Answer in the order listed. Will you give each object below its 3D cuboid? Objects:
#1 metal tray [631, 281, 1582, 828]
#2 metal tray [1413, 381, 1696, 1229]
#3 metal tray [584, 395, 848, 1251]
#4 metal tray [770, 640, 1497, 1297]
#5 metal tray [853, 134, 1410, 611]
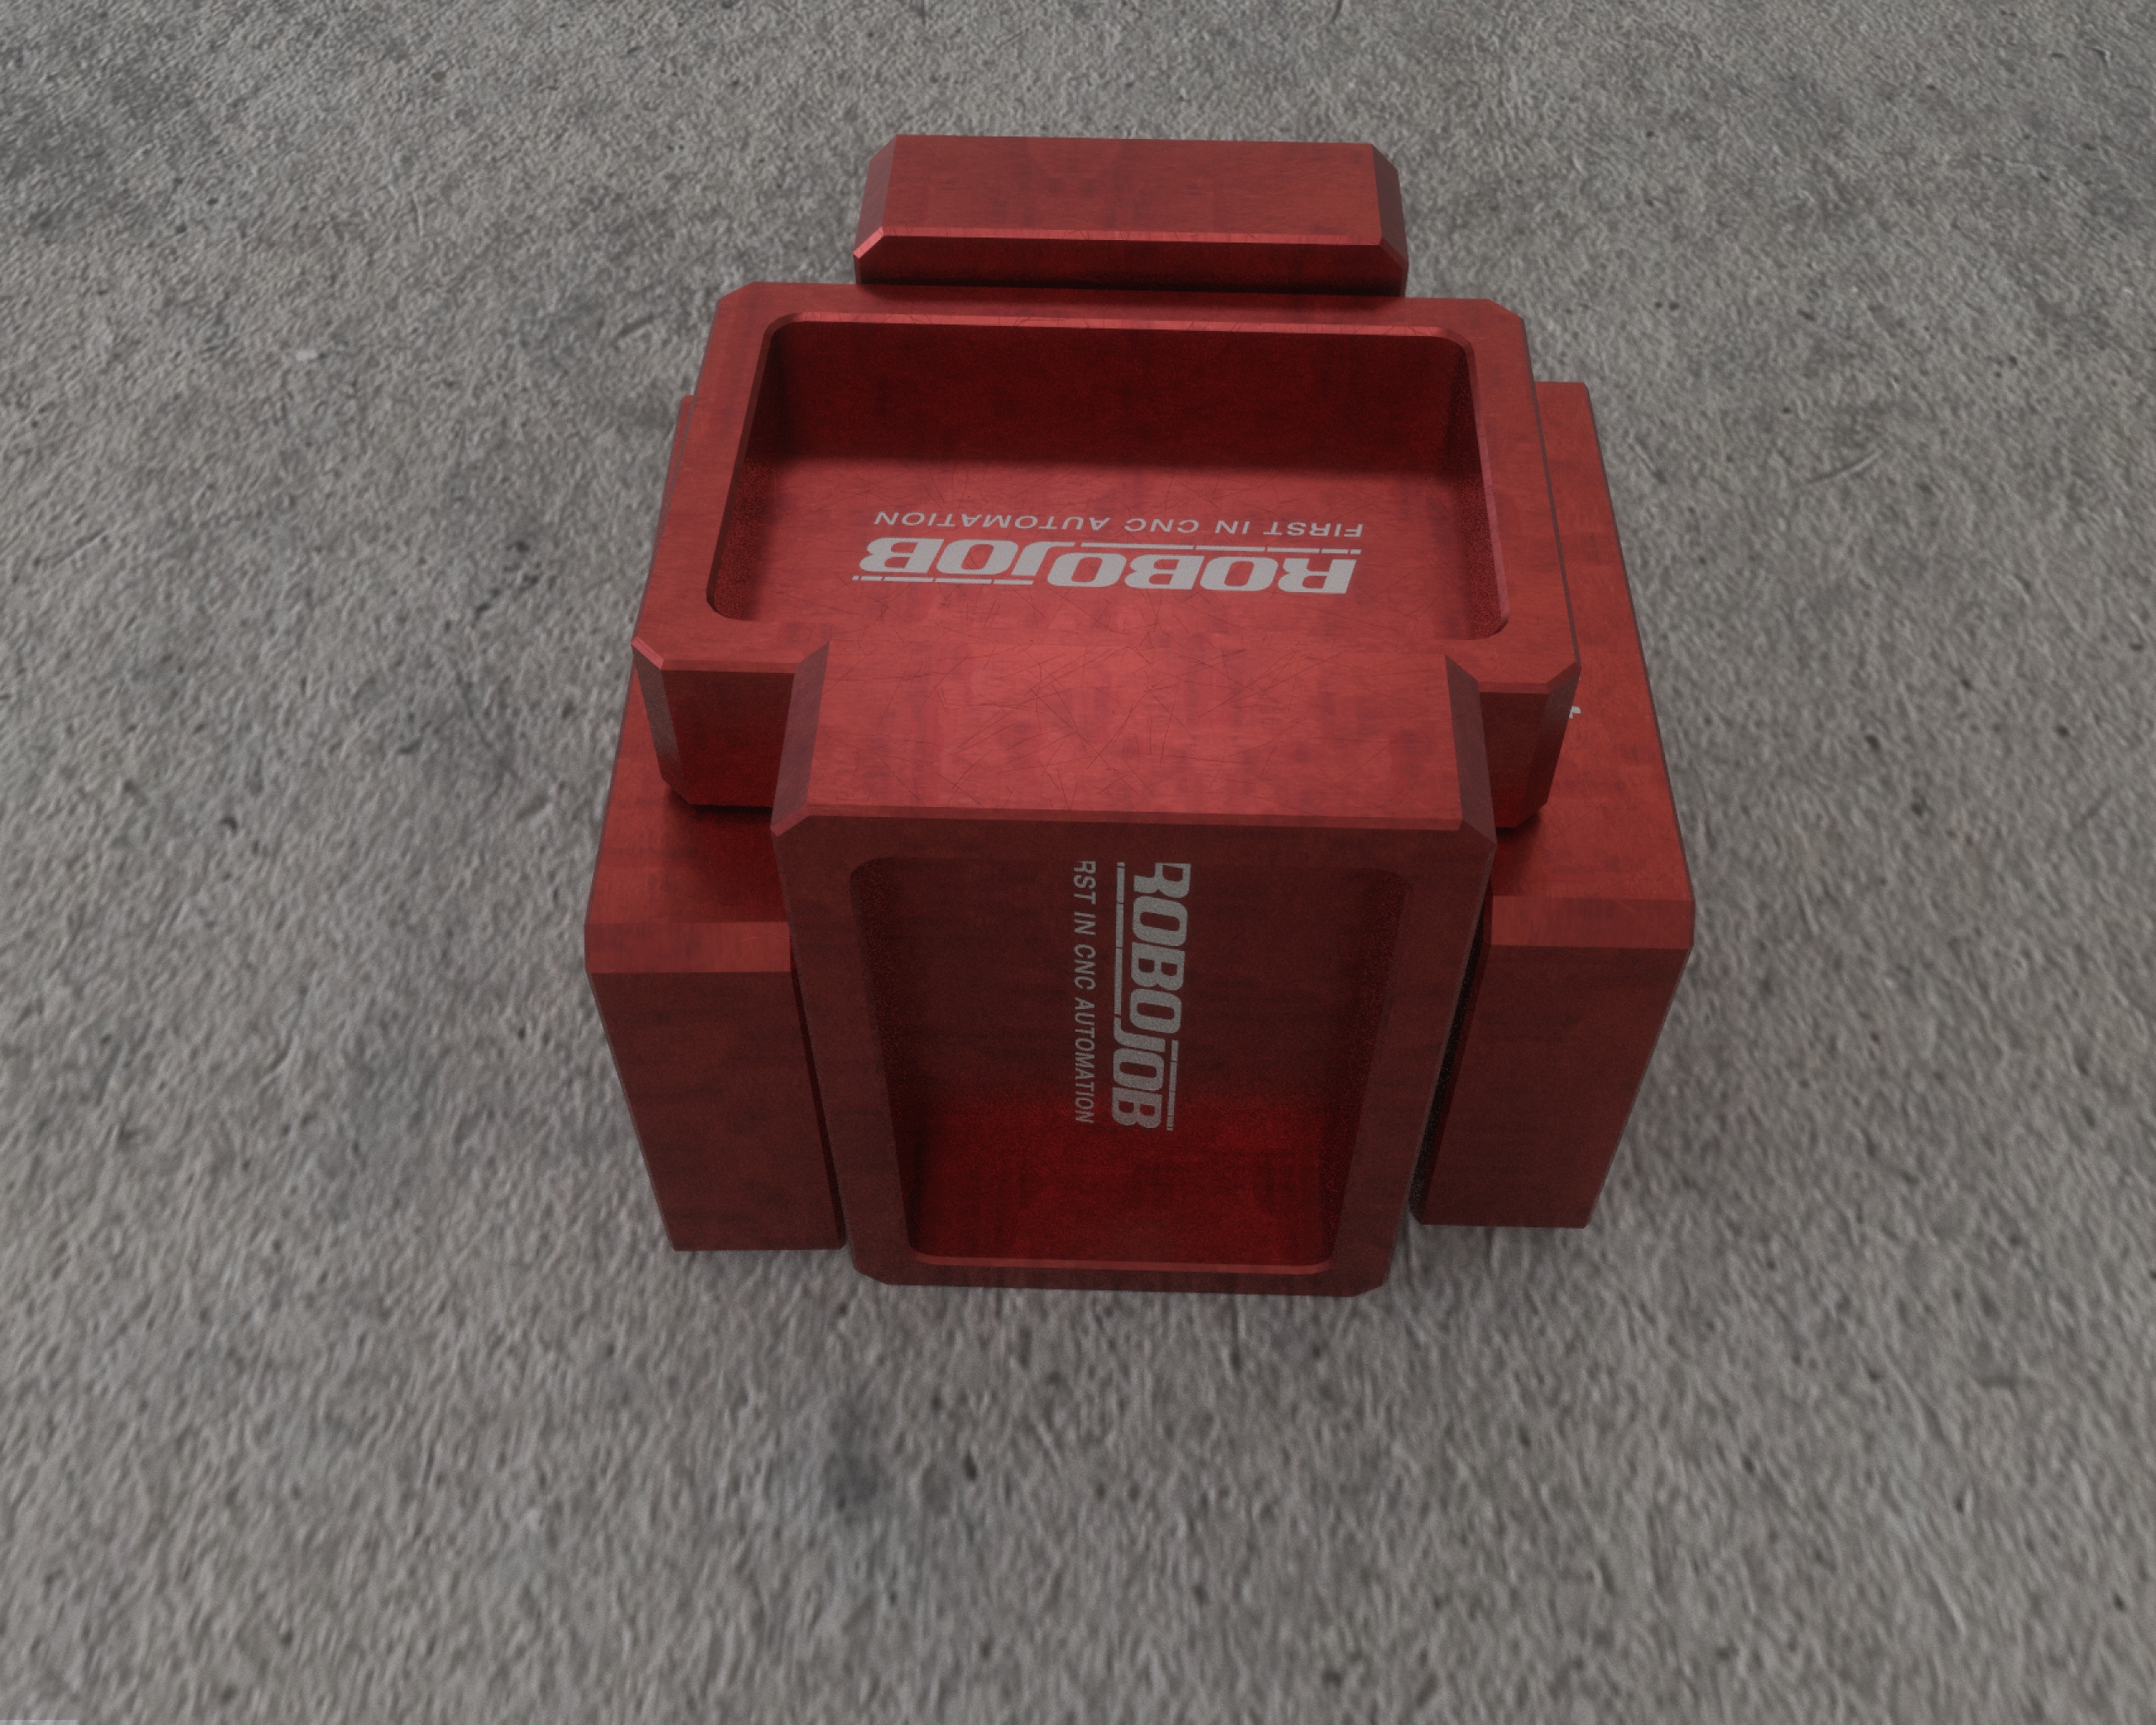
[{"bbox_3d":[0.005,-0.050,0.323,0.131,0.030,0.090,2,50,1],"label":"metal tray"},{"bbox_3d":[0.075,-0.012,0.371,0.030,0.090,0.130,1,50,1],"label":"metal tray"},{"bbox_3d":[-0.055,-0.009,0.367,0.030,0.090,0.130,0,50,0],"label":"metal tray"},{"bbox_3d":[0.007,0.022,0.315,0.091,0.129,0.030,1,52,1],"label":"metal tray"},{"bbox_3d":[0.009,-0.070,0.394,0.091,0.129,0.030,1,50,1],"label":"metal tray"}]
